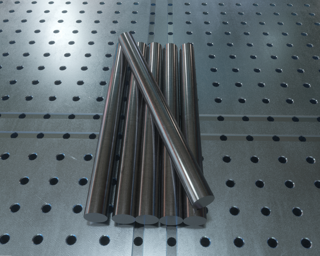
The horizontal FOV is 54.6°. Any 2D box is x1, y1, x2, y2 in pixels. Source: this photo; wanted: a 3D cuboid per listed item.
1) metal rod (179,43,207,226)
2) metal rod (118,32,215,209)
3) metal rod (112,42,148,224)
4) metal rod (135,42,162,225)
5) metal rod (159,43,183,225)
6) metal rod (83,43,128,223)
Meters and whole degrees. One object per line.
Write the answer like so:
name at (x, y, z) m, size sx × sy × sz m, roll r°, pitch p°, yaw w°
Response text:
metal rod at (0.041, -0.017, 0.423) m, size 0.025 × 0.025 × 0.300 m, roll 1°, pitch 50°, yaw 1°
metal rod at (-0.005, -0.033, 0.403) m, size 0.025 × 0.025 × 0.300 m, roll -15°, pitch 52°, yaw -12°
metal rod at (-0.035, -0.019, 0.422) m, size 0.025 × 0.025 × 0.300 m, roll 1°, pitch 50°, yaw 1°
metal rod at (-0.011, -0.018, 0.422) m, size 0.025 × 0.025 × 0.300 m, roll 1°, pitch 50°, yaw 1°
metal rod at (0.015, -0.017, 0.423) m, size 0.025 × 0.025 × 0.300 m, roll 1°, pitch 50°, yaw 1°
metal rod at (-0.065, -0.020, 0.423) m, size 0.025 × 0.025 × 0.300 m, roll 1°, pitch 50°, yaw 1°
